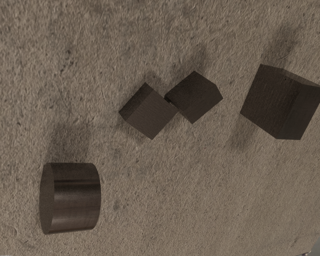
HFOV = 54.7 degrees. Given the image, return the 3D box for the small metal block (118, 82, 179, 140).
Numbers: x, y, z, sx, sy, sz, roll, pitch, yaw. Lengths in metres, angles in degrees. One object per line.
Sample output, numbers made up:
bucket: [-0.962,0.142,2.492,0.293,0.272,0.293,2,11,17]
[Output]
small metal block: [-0.014,-0.020,0.388,0.050,0.025,0.050,-48,129,5]

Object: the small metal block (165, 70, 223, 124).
small metal block: [0.042,-0.040,0.391,0.050,0.050,0.025,-40,130,-2]

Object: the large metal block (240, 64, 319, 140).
large metal block: [0.173,-0.038,0.445,0.050,0.080,0.079,3,117,-30]

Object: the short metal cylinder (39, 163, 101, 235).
short metal cylinder: [-0.107,0.081,0.364,0.050,0.080,0.079,4,116,-31]
